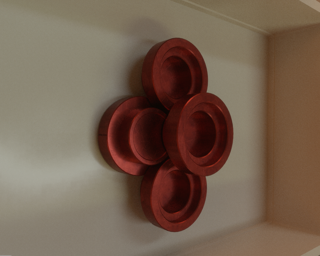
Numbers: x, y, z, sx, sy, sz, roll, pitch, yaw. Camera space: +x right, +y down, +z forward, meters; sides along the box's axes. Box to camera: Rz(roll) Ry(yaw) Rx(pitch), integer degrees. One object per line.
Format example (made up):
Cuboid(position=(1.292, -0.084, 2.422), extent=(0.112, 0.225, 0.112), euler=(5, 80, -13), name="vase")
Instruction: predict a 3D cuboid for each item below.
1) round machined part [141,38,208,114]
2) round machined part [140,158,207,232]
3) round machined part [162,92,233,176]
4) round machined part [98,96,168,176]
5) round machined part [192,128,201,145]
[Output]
Cuboid(position=(0.015, -0.065, 0.407), extent=(0.099, 0.042, 0.097), euler=(0, 90, -40), name="round machined part")
Cuboid(position=(0.013, 0.082, 0.406), extent=(0.099, 0.042, 0.097), euler=(0, 90, -40), name="round machined part")
Cuboid(position=(0.042, 0.007, 0.375), extent=(0.099, 0.042, 0.097), euler=(0, 90, -40), name="round machined part")
Cuboid(position=(-0.021, 0.010, 0.377), extent=(0.099, 0.042, 0.097), euler=(0, 90, -40), name="round machined part")
Cuboid(position=(0.055, 0.013, 0.441), extent=(0.099, 0.042, 0.097), euler=(0, 90, -40), name="round machined part")
